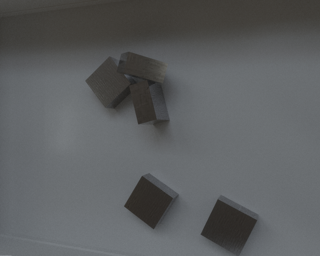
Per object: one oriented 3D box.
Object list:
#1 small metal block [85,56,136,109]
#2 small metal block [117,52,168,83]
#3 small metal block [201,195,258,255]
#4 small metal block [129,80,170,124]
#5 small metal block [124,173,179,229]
[{"bbox_3d":[-0.067,-0.063,0.434,0.050,0.025,0.050,-41,77,15],"label":"small metal block"},{"bbox_3d":[-0.024,-0.076,0.395,0.050,0.050,0.025,13,96,-19],"label":"small metal block"},{"bbox_3d":[0.085,0.119,0.380,0.050,0.025,0.050,26,99,18],"label":"small metal block"},{"bbox_3d":[-0.012,-0.032,0.402,0.025,0.050,0.050,-15,85,19],"label":"small metal block"},{"bbox_3d":[-0.011,0.097,0.414,0.050,0.025,0.050,33,101,17],"label":"small metal block"}]
